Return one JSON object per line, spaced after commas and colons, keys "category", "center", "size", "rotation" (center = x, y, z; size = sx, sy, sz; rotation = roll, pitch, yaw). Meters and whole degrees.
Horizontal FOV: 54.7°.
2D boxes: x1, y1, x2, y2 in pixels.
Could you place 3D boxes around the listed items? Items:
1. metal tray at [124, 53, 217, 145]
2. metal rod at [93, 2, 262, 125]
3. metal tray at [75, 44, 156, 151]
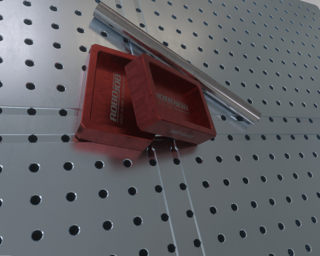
{"category": "metal tray", "center": [0.018, -0.033, 0.400], "size": [0.131, 0.030, 0.090], "rotation": [15, 53, -50]}
{"category": "metal rod", "center": [0.031, -0.097, 0.484], "size": [0.301, 0.025, 0.025], "rotation": [33, 51, -7]}
{"category": "metal tray", "center": [-0.053, -0.041, 0.401], "size": [0.091, 0.030, 0.130], "rotation": [12, 56, -22]}
